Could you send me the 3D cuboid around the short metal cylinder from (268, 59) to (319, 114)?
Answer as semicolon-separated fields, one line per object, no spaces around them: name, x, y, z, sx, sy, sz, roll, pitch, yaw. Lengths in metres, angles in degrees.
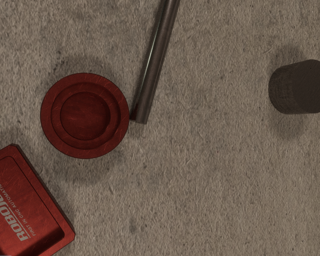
short metal cylinder;0.217;-0.061;0.478;0.081;0.050;0.079;0;90;-21

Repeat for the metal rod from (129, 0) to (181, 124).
metal rod;0.009;-0.151;0.413;0.025;0.025;0.299;17;84;-20

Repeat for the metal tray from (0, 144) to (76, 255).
metal tray;-0.167;0.094;0.344;0.090;0.030;0.130;-33;101;-17

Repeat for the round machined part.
round machined part;-0.089;-0.014;0.368;0.099;0.042;0.097;0;90;-21
